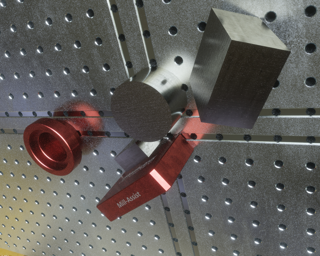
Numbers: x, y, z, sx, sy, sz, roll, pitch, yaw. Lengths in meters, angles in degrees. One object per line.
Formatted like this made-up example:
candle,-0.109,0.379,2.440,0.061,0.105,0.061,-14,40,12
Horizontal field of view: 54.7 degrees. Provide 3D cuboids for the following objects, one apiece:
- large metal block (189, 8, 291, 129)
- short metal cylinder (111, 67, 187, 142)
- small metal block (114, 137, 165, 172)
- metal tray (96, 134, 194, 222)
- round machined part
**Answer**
large metal block,0.068,-0.057,0.295,0.050,0.080,0.079,8,127,-10
short metal cylinder,-0.013,-0.029,0.382,0.080,0.050,0.079,13,124,20
small metal block,-0.028,0.028,0.426,0.025,0.050,0.050,48,129,-6
metal tray,-0.021,0.068,0.420,0.030,0.090,0.129,48,129,-6
round machined part,-0.167,0.026,0.502,0.098,0.042,0.097,13,124,20
